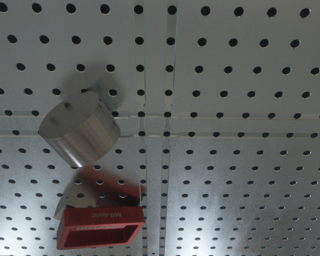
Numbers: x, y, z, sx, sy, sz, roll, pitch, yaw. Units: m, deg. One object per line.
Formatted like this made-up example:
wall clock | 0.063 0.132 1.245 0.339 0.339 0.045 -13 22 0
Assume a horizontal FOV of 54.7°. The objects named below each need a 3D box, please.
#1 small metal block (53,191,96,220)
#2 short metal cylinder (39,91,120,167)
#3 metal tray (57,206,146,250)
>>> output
small metal block | -0.145 0.140 0.529 0.050 0.025 0.050 29 124 -23
short metal cylinder | -0.096 0.000 0.374 0.080 0.080 0.050 -19 128 15
metal tray | -0.101 0.170 0.525 0.131 0.030 0.089 5 136 -25
